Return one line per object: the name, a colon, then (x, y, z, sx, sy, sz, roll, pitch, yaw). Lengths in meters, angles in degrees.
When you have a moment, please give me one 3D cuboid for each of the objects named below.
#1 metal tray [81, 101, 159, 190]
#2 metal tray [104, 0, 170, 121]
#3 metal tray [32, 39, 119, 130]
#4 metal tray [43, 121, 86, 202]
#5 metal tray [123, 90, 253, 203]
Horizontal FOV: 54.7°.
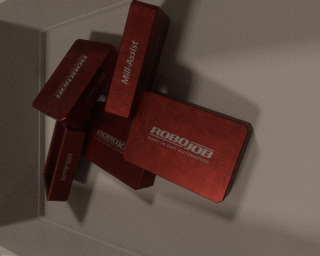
metal tray: (-0.056, 0.021, 0.448, 0.130, 0.030, 0.089, 24, 105, 37)
metal tray: (-0.025, -0.080, 0.381, 0.030, 0.090, 0.129, 18, 103, 7)
metal tray: (-0.124, -0.070, 0.466, 0.090, 0.030, 0.130, 20, 75, 37)
metal tray: (-0.160, 0.043, 0.510, 0.090, 0.030, 0.129, 44, 119, 57)
metal tray: (0.028, 0.017, 0.357, 0.130, 0.030, 0.089, 22, 103, 22)
